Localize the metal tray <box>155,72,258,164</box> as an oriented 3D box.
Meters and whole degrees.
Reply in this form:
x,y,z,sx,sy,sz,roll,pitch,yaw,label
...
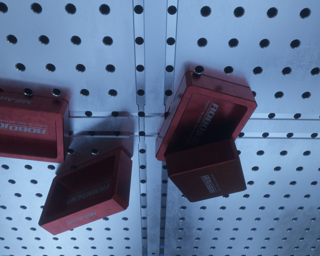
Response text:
x,y,z,sx,sy,sz,roll,pitch,yaw,label
0.055,-0.002,0.407,0.091,0.030,0.129,13,129,-12,metal tray

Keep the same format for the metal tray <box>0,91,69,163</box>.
x,y,z,sx,sy,sz,roll,pitch,yaw,label
-0.189,-0.001,0.404,0.131,0.030,0.089,7,130,-7,metal tray

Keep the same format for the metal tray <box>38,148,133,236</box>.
x,y,z,sx,sy,sz,roll,pitch,yaw,label
-0.104,0.091,0.444,0.130,0.090,0.030,-24,126,18,metal tray

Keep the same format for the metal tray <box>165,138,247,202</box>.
x,y,z,sx,sy,sz,roll,pitch,yaw,label
0.069,0.065,0.436,0.090,0.030,0.130,-16,149,11,metal tray
